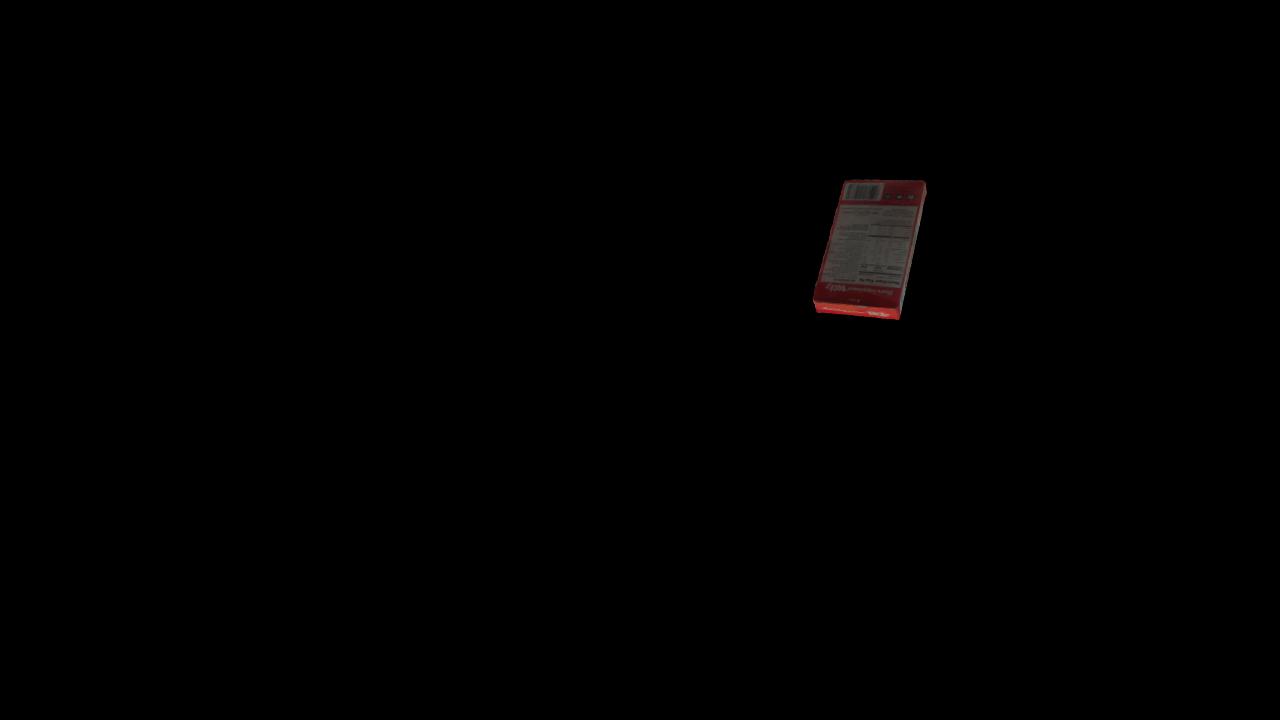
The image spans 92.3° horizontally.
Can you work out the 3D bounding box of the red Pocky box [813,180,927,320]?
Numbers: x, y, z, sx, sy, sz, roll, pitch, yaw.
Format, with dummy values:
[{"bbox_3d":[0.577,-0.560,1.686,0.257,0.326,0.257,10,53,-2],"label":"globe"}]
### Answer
[{"bbox_3d":[0.234,-0.115,0.625,0.083,0.155,0.028,10,-22,27],"label":"red Pocky box"}]
